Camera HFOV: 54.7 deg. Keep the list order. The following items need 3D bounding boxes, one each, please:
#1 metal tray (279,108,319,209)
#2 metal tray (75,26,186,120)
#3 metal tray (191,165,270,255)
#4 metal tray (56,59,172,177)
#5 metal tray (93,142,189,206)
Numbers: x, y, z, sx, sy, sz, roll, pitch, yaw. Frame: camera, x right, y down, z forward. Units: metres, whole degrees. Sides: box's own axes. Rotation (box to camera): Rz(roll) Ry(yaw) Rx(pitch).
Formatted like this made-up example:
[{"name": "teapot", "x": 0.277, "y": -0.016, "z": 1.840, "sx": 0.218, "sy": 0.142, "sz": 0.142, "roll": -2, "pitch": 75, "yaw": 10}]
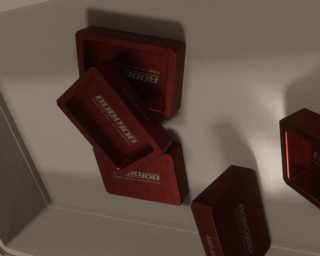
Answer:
[{"name": "metal tray", "x": 0.170, "y": 0.045, "z": 0.286, "sx": 0.130, "sy": 0.030, "sz": 0.090, "roll": 45, "pitch": 156, "yaw": 56}, {"name": "metal tray", "x": -0.038, "y": -0.069, "z": 0.381, "sx": 0.130, "sy": 0.030, "sz": 0.089, "roll": 15, "pitch": 125, "yaw": 19}, {"name": "metal tray", "x": 0.093, "y": 0.124, "z": 0.387, "sx": 0.030, "sy": 0.091, "sz": 0.129, "roll": 6, "pitch": 121, "yaw": 48}, {"name": "metal tray", "x": -0.058, "y": -0.008, "z": 0.389, "sx": 0.090, "sy": 0.030, "sz": 0.130, "roll": -32, "pitch": 101, "yaw": 37}, {"name": "metal tray", "x": -0.028, "y": 0.062, "z": 0.457, "sx": 0.130, "sy": 0.030, "sz": 0.089, "roll": 3, "pitch": 120, "yaw": 26}]
